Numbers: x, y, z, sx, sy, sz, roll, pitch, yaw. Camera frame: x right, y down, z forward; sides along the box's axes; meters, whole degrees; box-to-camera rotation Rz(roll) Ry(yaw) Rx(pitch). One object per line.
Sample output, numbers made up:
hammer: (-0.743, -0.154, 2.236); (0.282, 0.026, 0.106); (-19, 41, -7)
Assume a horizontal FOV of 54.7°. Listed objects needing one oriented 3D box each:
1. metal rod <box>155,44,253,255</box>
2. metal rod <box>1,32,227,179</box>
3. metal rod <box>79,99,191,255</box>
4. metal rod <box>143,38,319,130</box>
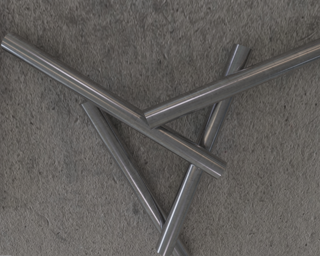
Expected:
metal rod: (0.053, 0.039, 0.409); (0.025, 0.025, 0.298); (18, 104, -7)
metal rod: (-0.053, -0.026, 0.377); (0.301, 0.025, 0.025); (31, 107, -3)
metal rod: (-0.025, 0.089, 0.442); (0.025, 0.025, 0.299); (-25, 108, 9)
metal rod: (0.124, -0.066, 0.361); (0.301, 0.025, 0.025); (-22, 109, -2)
